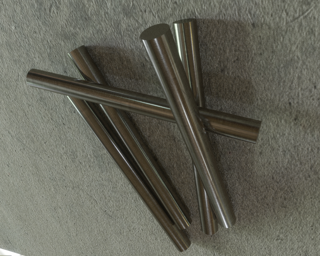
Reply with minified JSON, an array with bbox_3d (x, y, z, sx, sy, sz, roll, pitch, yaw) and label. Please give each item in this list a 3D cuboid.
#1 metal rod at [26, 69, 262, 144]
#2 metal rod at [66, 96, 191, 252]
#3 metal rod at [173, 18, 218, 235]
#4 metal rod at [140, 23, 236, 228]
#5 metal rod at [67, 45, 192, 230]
[{"bbox_3d":[-0.035,-0.032,0.371,0.301,0.025,0.025,15,125,19],"label":"metal rod"},{"bbox_3d":[-0.041,0.070,0.471,0.025,0.025,0.299,-24,106,36],"label":"metal rod"},{"bbox_3d":[0.050,0.019,0.391,0.025,0.025,0.298,4,120,26],"label":"metal rod"},{"bbox_3d":[0.045,0.027,0.343,0.025,0.025,0.299,1,136,28],"label":"metal rod"},{"bbox_3d":[-0.036,0.023,0.439,0.025,0.025,0.299,-20,108,35],"label":"metal rod"}]
